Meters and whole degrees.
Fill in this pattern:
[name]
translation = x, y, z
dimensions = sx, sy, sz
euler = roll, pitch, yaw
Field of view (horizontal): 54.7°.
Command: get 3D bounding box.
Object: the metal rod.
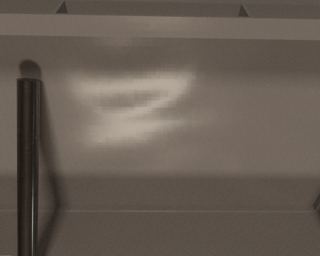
[metal rod]
translation = -0.171, 0.086, 0.400
dimensions = 0.025, 0.025, 0.298
euler = 5, 105, -5
